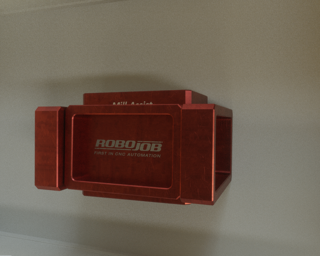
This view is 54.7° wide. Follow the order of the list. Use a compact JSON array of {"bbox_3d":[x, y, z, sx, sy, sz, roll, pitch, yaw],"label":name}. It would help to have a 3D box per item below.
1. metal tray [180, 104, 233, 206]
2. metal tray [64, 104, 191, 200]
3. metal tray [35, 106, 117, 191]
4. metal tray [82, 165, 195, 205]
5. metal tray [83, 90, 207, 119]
[{"bbox_3d":[0.054,0.022,0.333,0.030,0.130,0.089,1,91,20],"label":"metal tray"},{"bbox_3d":[-0.035,0.021,0.323,0.130,0.030,0.089,1,90,19],"label":"metal tray"},{"bbox_3d":[-0.098,0.021,0.388,0.030,0.130,0.089,1,91,20],"label":"metal tray"},{"bbox_3d":[-0.016,0.064,0.378,0.130,0.090,0.030,0,90,20],"label":"metal tray"},{"bbox_3d":[-0.015,-0.026,0.378,0.130,0.090,0.030,0,91,20],"label":"metal tray"}]
